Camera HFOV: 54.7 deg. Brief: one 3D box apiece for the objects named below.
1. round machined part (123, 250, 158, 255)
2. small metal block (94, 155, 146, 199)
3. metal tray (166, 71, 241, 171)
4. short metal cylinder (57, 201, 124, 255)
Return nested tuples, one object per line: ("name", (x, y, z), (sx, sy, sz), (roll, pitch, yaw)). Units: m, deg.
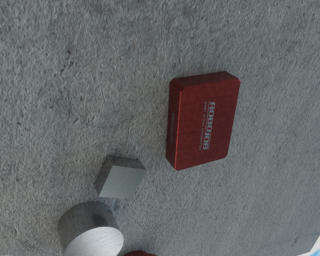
("round machined part", (-0.042, 0.250, 0.529), (0.099, 0.042, 0.097), (-14, 125, -21))
("small metal block", (-0.055, 0.067, 0.420), (0.050, 0.025, 0.050), (13, 111, -34))
("metal tray", (0.057, -0.009, 0.432), (0.091, 0.030, 0.129), (-12, 124, -22))
("short metal cylinder", (-0.097, 0.150, 0.432), (0.081, 0.050, 0.079), (-14, 125, -21))
